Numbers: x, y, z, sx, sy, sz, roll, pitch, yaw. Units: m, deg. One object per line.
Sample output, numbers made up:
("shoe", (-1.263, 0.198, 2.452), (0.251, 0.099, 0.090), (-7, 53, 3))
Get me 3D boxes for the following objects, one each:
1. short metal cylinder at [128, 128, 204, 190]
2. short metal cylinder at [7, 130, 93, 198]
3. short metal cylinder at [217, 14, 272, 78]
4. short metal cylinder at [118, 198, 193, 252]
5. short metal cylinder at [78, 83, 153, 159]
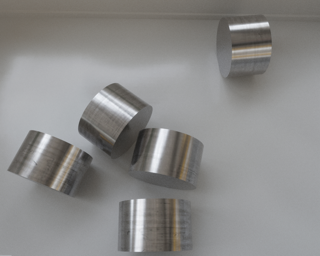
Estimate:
("short metal cylinder", (0.008, 0.039, 0.366), (0.080, 0.080, 0.050), (12, 71, 4))
("short metal cylinder", (-0.127, 0.043, 0.363), (0.080, 0.080, 0.050), (20, 71, 7))
("short metal cylinder", (0.112, -0.111, 0.422), (0.050, 0.080, 0.080), (-6, 70, -2))
("short metal cylinder", (-0.005, 0.108, 0.341), (0.081, 0.080, 0.050), (-1, 70, -1))
("short metal cylinder", (-0.054, -0.008, 0.383), (0.050, 0.080, 0.080), (36, 74, 11))
